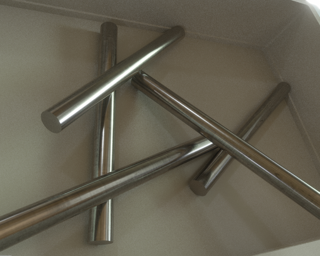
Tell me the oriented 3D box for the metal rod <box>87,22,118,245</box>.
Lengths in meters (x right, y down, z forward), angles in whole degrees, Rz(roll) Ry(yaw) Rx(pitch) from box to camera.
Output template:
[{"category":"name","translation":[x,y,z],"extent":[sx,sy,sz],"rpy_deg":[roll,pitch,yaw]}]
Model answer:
[{"category":"metal rod","translation":[-0.067,-0.017,0.379],"extent":[0.025,0.025,0.299],"rpy_deg":[10,57,-23]}]

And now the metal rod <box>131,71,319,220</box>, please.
[{"category":"metal rod","translation":[0.079,0.014,0.376],"extent":[0.300,0.025,0.025],"rpy_deg":[37,48,22]}]

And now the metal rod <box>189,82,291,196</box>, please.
[{"category":"metal rod","translation":[0.138,0.000,0.479],"extent":[0.025,0.025,0.302],"rpy_deg":[47,51,4]}]

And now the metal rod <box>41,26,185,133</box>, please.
[{"category":"metal rod","translation":[-0.037,-0.082,0.409],"extent":[0.025,0.025,0.301],"rpy_deg":[41,43,0]}]

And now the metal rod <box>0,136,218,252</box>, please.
[{"category":"metal rod","translation":[-0.022,0.048,0.337],"extent":[0.302,0.025,0.025],"rpy_deg":[-18,71,-44]}]
